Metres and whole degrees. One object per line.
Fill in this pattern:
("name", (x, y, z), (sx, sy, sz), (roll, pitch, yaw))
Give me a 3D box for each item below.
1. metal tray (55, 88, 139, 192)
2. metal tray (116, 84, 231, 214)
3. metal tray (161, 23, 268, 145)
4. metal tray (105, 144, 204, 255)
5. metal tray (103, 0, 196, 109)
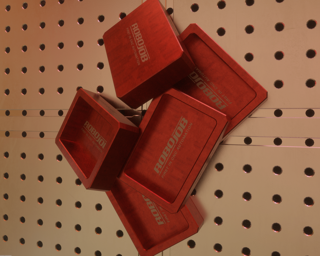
("metal tray", (-0.088, 0.011, 0.407), (0.130, 0.030, 0.090), (37, 103, 47))
("metal tray", (0.014, 0.024, 0.372), (0.090, 0.030, 0.129), (30, 99, 17))
("metal tray", (0.057, -0.054, 0.389), (0.090, 0.030, 0.130), (-45, 77, 14))
("metal tray", (-0.014, 0.095, 0.414), (0.090, 0.030, 0.130), (-34, 79, 16))
("metal tray", (-0.019, -0.096, 0.384), (0.090, 0.030, 0.130), (-32, 50, 16))
